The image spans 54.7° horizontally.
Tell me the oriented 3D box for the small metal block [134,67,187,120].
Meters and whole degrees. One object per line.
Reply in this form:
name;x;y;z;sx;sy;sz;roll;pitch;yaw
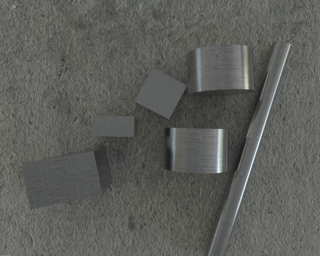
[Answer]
small metal block;0.001;-0.044;0.410;0.050;0.025;0.050;28;90;-1

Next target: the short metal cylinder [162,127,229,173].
short metal cylinder;0.044;0.025;0.383;0.081;0.080;0.050;2;90;-1

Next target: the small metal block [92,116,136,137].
small metal block;-0.056;-0.002;0.397;0.050;0.050;0.025;1;90;-1

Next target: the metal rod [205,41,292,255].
metal rod;0.117;0.031;0.411;0.025;0.025;0.298;18;90;-1

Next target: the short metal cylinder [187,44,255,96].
short metal cylinder;0.074;-0.068;0.383;0.081;0.080;0.050;-2;90;-1

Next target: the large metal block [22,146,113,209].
large metal block;-0.108;0.057;0.381;0.080;0.080;0.050;-11;90;0
